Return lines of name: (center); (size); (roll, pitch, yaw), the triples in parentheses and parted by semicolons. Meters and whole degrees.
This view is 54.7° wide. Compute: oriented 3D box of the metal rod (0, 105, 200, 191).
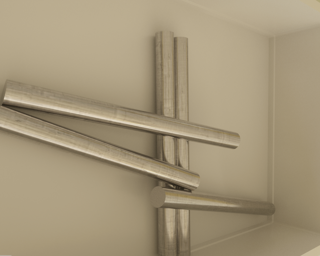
metal rod: (-0.073, 0.022, 0.328); (0.302, 0.025, 0.025); (23, 76, -32)

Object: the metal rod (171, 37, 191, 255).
metal rod: (0.028, 0.027, 0.428); (0.025, 0.025, 0.298); (-1, 91, -40)

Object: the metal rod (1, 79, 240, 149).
metal rod: (-0.018, -0.007, 0.366); (0.302, 0.025, 0.025); (12, 83, -32)

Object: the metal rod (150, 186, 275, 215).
metal rod: (0.100, 0.115, 0.469); (0.302, 0.025, 0.025); (19, 78, -44)

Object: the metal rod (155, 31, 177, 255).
metal rod: (0.008, 0.024, 0.412); (0.025, 0.025, 0.298); (-2, 91, -40)
